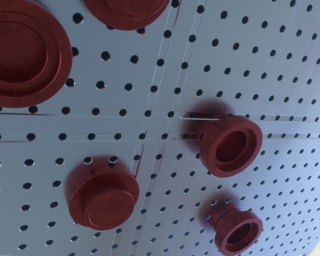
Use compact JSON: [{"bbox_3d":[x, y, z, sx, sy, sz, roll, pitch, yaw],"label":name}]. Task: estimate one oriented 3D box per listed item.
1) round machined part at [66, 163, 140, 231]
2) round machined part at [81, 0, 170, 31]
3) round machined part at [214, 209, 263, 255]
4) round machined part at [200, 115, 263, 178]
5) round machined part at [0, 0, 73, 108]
[{"bbox_3d":[-0.073,0.099,0.421,0.099,0.042,0.097,-14,124,-21],"label":"round machined part"},{"bbox_3d":[-0.028,-0.142,0.296,0.099,0.042,0.097,-14,124,-21],"label":"round machined part"},{"bbox_3d":[0.147,0.197,0.601,0.099,0.042,0.097,-14,124,-21],"label":"round machined part"},{"bbox_3d":[0.102,0.024,0.470,0.099,0.042,0.097,-14,124,-21],"label":"round machined part"},{"bbox_3d":[-0.134,-0.071,0.283,0.099,0.042,0.097,-14,124,-21],"label":"round machined part"}]
